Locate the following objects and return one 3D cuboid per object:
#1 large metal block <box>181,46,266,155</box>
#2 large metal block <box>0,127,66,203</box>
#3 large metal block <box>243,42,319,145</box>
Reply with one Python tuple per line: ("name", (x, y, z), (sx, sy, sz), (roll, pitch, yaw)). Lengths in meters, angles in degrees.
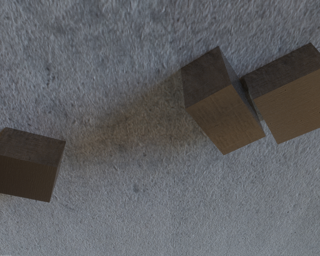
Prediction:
("large metal block", (0.068, -0.031, 0.346), (0.050, 0.080, 0.080), (-29, 125, 22))
("large metal block", (-0.184, 0.053, 0.434), (0.081, 0.050, 0.079), (15, 128, -13))
("large metal block", (0.156, -0.038, 0.361), (0.080, 0.050, 0.080), (-26, 126, 20))
